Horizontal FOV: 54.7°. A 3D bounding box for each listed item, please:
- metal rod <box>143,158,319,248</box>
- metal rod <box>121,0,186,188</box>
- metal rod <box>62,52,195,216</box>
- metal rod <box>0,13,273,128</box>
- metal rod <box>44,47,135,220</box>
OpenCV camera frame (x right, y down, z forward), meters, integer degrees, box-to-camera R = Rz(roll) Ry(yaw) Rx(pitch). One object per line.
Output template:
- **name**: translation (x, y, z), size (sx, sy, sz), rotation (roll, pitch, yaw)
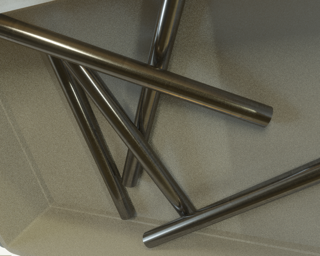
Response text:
- **metal rod**: translation (0.091, 0.101, 0.398), size (0.299, 0.025, 0.025), rotation (-33, 100, 30)
- **metal rod**: translation (-0.015, -0.031, 0.397), size (0.025, 0.025, 0.298), rotation (25, 128, 12)
- **metal rod**: translation (-0.023, 0.031, 0.410), size (0.025, 0.025, 0.299), rotation (-17, 119, 35)
- **metal rod**: translation (-0.025, -0.059, 0.332), size (0.302, 0.025, 0.025), rotation (18, 128, -3)
- **metal rod**: translation (-0.100, 0.018, 0.472), size (0.025, 0.025, 0.298), rotation (-5, 116, 30)
